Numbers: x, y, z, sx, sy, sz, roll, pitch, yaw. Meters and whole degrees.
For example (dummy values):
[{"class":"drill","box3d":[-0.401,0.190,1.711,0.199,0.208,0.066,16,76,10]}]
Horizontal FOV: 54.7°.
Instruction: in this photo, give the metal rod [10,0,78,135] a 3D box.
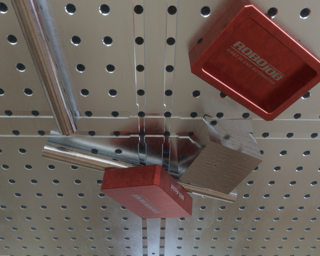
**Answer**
[{"class":"metal rod","box3d":[-0.131,-0.112,0.314,0.025,0.025,0.298,-3,130,2]}]

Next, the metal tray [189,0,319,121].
[{"class":"metal tray","box3d":[0.110,-0.071,0.349,0.131,0.030,0.090,28,124,-23]}]

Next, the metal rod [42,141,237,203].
[{"class":"metal rod","box3d":[-0.021,0.070,0.471,0.302,0.025,0.025,16,128,-14]}]

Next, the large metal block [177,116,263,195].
[{"class":"large metal block","box3d":[0.080,0.040,0.431,0.080,0.050,0.079,20,127,-17]}]

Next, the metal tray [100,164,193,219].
[{"class":"metal tray","box3d":[-0.015,0.100,0.463,0.090,0.030,0.130,-10,144,24]}]
